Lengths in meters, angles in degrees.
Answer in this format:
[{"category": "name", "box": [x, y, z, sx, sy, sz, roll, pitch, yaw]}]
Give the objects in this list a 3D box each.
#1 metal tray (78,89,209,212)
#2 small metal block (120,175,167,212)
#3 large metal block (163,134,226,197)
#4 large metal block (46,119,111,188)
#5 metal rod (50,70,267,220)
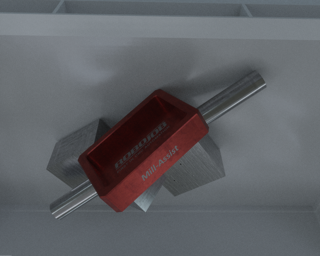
[{"category": "metal tray", "box": [-0.022, 0.019, 0.345, 0.130, 0.090, 0.030, -42, 126, -8]}, {"category": "small metal block", "box": [-0.028, 0.071, 0.387, 0.050, 0.050, 0.025, 6, 143, 46]}, {"category": "large metal block", "box": [0.032, 0.040, 0.426, 0.080, 0.050, 0.080, -27, 126, 20]}, {"category": "large metal block", "box": [-0.091, 0.046, 0.426, 0.080, 0.050, 0.080, -27, 126, 20]}, {"category": "metal rod", "box": [-0.007, 0.024, 0.379, 0.300, 0.025, 0.025, -33, 124, 7]}]
